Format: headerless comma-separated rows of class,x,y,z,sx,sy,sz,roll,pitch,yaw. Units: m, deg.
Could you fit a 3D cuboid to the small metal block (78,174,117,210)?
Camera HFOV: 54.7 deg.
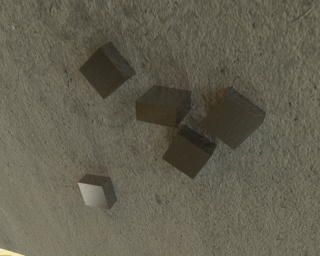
small metal block,-0.107,0.109,0.531,0.050,0.025,0.050,4,120,26

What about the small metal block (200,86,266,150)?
small metal block,0.084,-0.011,0.356,0.050,0.025,0.050,38,129,2

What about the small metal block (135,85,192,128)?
small metal block,0.005,-0.027,0.371,0.050,0.050,0.025,12,124,21

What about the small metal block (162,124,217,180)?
small metal block,0.038,0.032,0.406,0.050,0.025,0.050,34,129,6

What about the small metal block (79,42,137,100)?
small metal block,-0.067,-0.073,0.397,0.050,0.025,0.050,-33,101,38
